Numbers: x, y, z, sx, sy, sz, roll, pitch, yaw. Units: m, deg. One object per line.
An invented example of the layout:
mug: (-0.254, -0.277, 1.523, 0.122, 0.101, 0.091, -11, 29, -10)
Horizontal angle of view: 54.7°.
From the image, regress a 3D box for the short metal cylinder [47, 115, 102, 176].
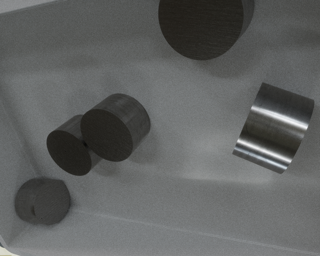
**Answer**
short metal cylinder: (-0.124, 0.026, 0.474, 0.080, 0.050, 0.079, 13, 124, 21)

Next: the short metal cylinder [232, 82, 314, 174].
short metal cylinder: (0.113, 0.000, 0.314, 0.050, 0.080, 0.079, 23, 127, 14)

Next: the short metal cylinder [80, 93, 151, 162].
short metal cylinder: (-0.060, -0.001, 0.424, 0.080, 0.050, 0.079, 13, 124, 21)

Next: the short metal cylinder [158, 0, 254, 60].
short metal cylinder: (0.045, -0.112, 0.299, 0.080, 0.050, 0.079, 13, 124, 21)

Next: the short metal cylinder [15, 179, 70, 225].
short metal cylinder: (-0.215, 0.134, 0.570, 0.050, 0.080, 0.080, -2, 117, 29)
